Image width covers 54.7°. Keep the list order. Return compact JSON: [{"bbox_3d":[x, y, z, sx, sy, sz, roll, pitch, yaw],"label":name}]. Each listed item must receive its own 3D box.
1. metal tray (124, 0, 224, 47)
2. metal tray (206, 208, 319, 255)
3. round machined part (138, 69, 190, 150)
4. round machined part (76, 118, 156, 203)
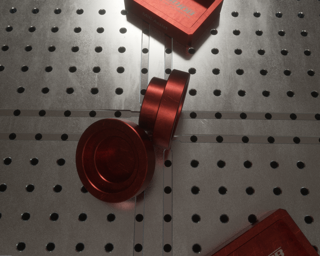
[{"bbox_3d":[0.020,-0.195,0.480,0.130,0.030,0.090,36,73,11],"label":"metal tray"},{"bbox_3d":[0.112,0.164,0.350,0.131,0.030,0.090,-30,73,-11],"label":"metal tray"},{"bbox_3d":[0.004,-0.026,0.382,0.042,0.098,0.098,16,71,5],"label":"round machined part"},{"bbox_3d":[-0.049,0.037,0.373,0.098,0.042,0.097,0,91,25],"label":"round machined part"}]
